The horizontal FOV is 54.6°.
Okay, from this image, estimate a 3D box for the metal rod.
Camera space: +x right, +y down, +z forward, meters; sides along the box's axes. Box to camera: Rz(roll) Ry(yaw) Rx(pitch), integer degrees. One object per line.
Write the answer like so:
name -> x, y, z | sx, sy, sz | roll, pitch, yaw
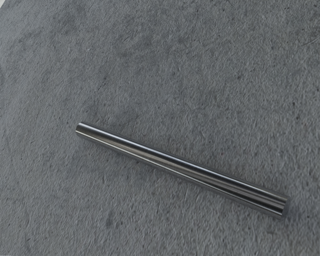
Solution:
metal rod -> 0.002, 0.039, 0.379 | 0.300, 0.025, 0.025 | 18, 71, 35
